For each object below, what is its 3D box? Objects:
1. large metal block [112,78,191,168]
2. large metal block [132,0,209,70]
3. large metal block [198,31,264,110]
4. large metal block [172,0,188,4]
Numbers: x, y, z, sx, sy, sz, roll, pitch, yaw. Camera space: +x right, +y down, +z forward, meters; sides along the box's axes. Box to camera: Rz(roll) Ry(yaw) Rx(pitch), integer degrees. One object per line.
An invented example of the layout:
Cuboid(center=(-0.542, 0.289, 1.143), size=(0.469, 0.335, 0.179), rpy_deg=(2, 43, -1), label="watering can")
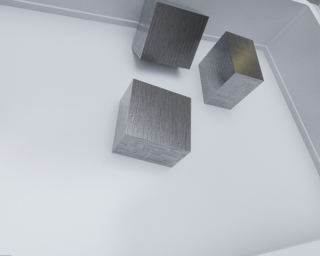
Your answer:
Cuboid(center=(-0.009, -0.005, 0.388), size=(0.081, 0.050, 0.080), rpy_deg=(17, 55, -19), label="large metal block")
Cuboid(center=(0.013, -0.139, 0.452), size=(0.081, 0.079, 0.050), rpy_deg=(6, 30, -25), label="large metal block")
Cuboid(center=(0.106, -0.087, 0.480), size=(0.050, 0.080, 0.080), rpy_deg=(11, 57, -23), label="large metal block")
Cuboid(center=(0.054, -0.287, 0.577), size=(0.050, 0.080, 0.080), rpy_deg=(41, 51, -1), label="large metal block")
